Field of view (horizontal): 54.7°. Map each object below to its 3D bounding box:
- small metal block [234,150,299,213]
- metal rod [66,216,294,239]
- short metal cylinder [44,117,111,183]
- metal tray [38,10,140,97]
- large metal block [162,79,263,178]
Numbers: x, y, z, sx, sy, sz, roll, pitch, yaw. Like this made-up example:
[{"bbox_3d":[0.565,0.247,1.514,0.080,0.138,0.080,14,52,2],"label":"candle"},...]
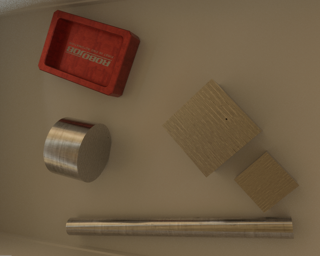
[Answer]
[{"bbox_3d":[0.125,0.062,0.366,0.050,0.025,0.050,-45,77,14],"label":"small metal block"},{"bbox_3d":[0.011,0.129,0.405,0.301,0.025,0.025,-6,88,19],"label":"metal rod"},{"bbox_3d":[-0.109,0.029,0.418,0.050,0.080,0.079,11,94,19],"label":"short metal cylinder"},{"bbox_3d":[-0.103,-0.106,0.442,0.130,0.030,0.089,22,97,18],"label":"metal tray"},{"bbox_3d":[0.064,0.000,0.374,0.080,0.050,0.080,-43,77,14],"label":"large metal block"}]
